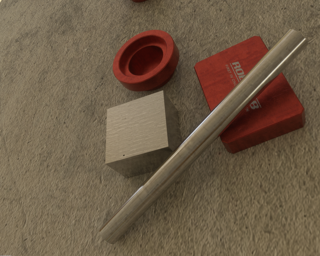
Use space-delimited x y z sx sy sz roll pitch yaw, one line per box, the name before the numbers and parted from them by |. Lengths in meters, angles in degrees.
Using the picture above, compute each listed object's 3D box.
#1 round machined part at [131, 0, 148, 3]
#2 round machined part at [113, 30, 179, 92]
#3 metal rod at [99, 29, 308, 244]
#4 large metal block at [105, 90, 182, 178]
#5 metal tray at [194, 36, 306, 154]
round machined part | -0.036 -0.275 0.578 0.098 0.042 0.098 -13 56 20
round machined part | -0.017 -0.094 0.458 0.098 0.042 0.098 -13 56 20
metal rod | 0.041 0.016 0.338 0.299 0.025 0.025 -47 51 8
large metal block | -0.020 0.009 0.391 0.080 0.050 0.080 -17 55 18
metal tray | 0.102 -0.043 0.373 0.090 0.030 0.130 -23 53 13
